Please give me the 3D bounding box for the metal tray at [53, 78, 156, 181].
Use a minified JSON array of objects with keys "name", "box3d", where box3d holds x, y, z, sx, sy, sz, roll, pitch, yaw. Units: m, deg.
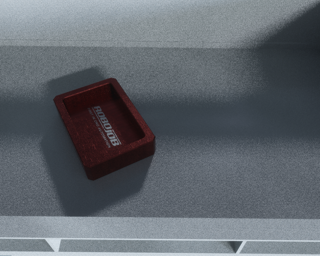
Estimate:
[{"name":"metal tray","box3d":[-0.074,-0.005,0.404,0.091,0.030,0.130,-22,54,-18]}]
